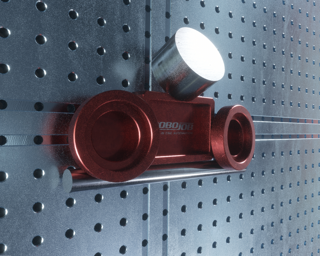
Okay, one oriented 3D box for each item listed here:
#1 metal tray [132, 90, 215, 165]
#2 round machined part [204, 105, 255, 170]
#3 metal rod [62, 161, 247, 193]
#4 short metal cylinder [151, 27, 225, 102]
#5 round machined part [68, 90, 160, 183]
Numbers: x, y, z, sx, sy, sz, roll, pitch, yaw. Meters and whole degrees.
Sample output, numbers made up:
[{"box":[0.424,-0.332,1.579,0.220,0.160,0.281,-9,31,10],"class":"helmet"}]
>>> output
[{"box":[0.020,0.001,0.417,0.131,0.030,0.089,1,90,-40],"class":"metal tray"},{"box":[0.104,0.015,0.475,0.099,0.042,0.097,2,87,-47],"class":"round machined part"},{"box":[0.019,0.059,0.420,0.302,0.025,0.025,2,89,-40],"class":"metal rod"},{"box":[0.036,-0.081,0.399,0.080,0.050,0.080,21,52,-29],"class":"short metal cylinder"},{"box":[-0.053,0.009,0.343,0.099,0.042,0.097,2,87,-32],"class":"round machined part"}]
